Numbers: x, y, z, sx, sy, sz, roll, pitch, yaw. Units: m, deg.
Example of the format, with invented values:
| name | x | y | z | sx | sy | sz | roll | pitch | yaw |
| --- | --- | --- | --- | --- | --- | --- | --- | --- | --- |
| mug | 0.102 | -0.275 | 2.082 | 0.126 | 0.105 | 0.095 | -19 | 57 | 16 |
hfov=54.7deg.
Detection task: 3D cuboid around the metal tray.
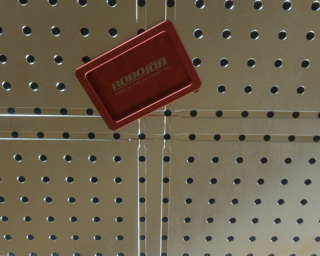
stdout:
| name | x | y | z | sx | sy | sz | roll | pitch | yaw |
| --- | --- | --- | --- | --- | --- | --- | --- | --- | --- |
| metal tray | -0.025 | -0.064 | 0.386 | 0.130 | 0.030 | 0.090 | -26 | 108 | 9 |
